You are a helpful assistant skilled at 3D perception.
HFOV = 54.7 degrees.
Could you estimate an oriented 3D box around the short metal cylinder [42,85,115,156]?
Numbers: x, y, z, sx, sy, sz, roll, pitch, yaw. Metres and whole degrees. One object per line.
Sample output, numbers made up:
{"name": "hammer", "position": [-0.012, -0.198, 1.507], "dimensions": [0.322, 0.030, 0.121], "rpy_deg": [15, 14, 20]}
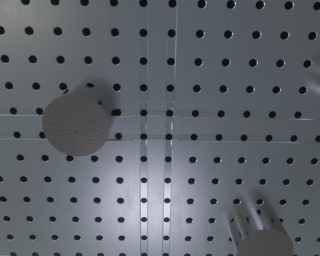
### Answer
{"name": "short metal cylinder", "position": [-0.101, -0.011, 0.395], "dimensions": [0.081, 0.050, 0.079], "rpy_deg": [0, 110, 0]}

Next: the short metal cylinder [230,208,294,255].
{"name": "short metal cylinder", "position": [0.150, 0.168, 0.463], "dimensions": [0.081, 0.050, 0.079], "rpy_deg": [0, 110, 0]}
